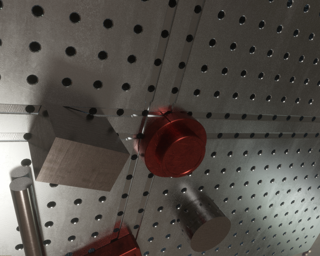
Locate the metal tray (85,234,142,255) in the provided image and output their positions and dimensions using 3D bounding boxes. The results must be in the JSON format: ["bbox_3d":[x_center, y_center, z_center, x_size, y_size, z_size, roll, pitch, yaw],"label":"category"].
[{"bbox_3d":[-0.092,0.238,0.506,0.131,0.030,0.089,-21,127,-16],"label":"metal tray"}]

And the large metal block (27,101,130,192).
[{"bbox_3d":[-0.091,0.020,0.339,0.081,0.080,0.050,18,109,-36],"label":"large metal block"}]

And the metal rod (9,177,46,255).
[{"bbox_3d":[-0.173,0.194,0.437,0.025,0.025,0.298,-10,123,-23],"label":"metal rod"}]

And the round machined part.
[{"bbox_3d":[0.024,0.030,0.434,0.099,0.042,0.097,-14,124,-21],"label":"round machined part"}]

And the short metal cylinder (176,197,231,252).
[{"bbox_3d":[0.076,0.169,0.544,0.081,0.050,0.079,-14,125,-21],"label":"short metal cylinder"}]
